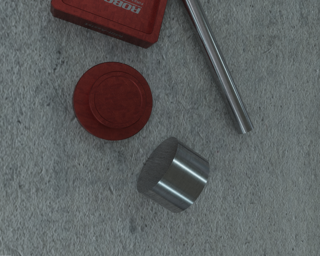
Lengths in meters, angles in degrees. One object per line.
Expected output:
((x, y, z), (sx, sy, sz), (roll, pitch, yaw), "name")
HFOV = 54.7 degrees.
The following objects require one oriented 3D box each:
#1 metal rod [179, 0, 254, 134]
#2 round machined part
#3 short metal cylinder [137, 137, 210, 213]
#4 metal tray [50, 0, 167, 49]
((0.062, -0.129, 0.433), (0.025, 0.025, 0.299), (-29, 100, -18), "metal rod")
((-0.055, -0.033, 0.380), (0.099, 0.042, 0.097), (0, 90, -21), "round machined part")
((0.016, 0.058, 0.387), (0.050, 0.080, 0.080), (36, 78, -17), "short metal cylinder")
((-0.058, -0.164, 0.385), (0.131, 0.030, 0.090), (15, 85, -20), "metal tray")
